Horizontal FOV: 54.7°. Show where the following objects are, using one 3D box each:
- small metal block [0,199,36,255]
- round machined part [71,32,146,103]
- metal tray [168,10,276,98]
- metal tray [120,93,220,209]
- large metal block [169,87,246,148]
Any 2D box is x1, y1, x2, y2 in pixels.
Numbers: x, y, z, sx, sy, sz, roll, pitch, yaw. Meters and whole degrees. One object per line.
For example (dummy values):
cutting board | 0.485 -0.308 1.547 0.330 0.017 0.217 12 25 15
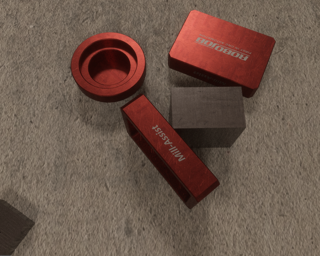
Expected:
small metal block | -0.186 0.118 0.363 0.050 0.025 0.050 32 73 10
round machined part | -0.068 -0.079 0.427 0.099 0.042 0.098 0 70 -1
metal tray | 0.088 -0.108 0.446 0.130 0.030 0.090 23 71 7
metal tray | 0.008 0.031 0.362 0.030 0.090 0.130 -37 75 -12
large metal block | 0.053 -0.010 0.383 0.081 0.080 0.050 -1 70 -1
